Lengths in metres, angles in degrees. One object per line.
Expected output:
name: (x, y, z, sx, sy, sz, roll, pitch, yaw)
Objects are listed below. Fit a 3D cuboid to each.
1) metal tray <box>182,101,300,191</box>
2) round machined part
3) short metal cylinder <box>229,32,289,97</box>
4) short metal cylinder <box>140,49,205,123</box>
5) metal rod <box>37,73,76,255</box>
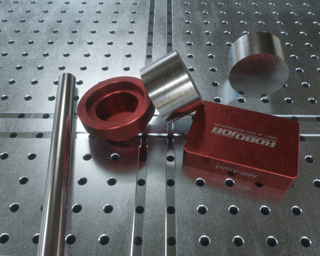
metal tray: (0.103, 0.018, 0.390, 0.131, 0.030, 0.090, 14, 51, 11)
round machined part: (-0.054, -0.021, 0.407, 0.098, 0.042, 0.098, -6, 47, 7)
short metal cylinder: (0.140, -0.091, 0.449, 0.080, 0.080, 0.050, 5, 50, 4)
short metal cylinder: (0.017, -0.052, 0.393, 0.050, 0.080, 0.080, -27, 51, 12)
metal rod: (-0.121, 0.040, 0.372, 0.025, 0.025, 0.300, -6, 50, -5)
